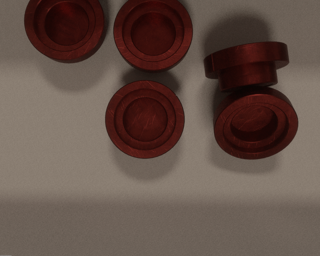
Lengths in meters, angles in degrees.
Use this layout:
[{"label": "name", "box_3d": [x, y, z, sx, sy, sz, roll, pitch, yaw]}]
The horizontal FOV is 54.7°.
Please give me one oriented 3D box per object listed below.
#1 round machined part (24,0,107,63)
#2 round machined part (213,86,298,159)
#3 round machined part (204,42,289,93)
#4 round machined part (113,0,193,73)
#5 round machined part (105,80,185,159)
[{"label": "round machined part", "box_3d": [-0.118, -0.132, 0.401, 0.099, 0.042, 0.097, 0, 90, -1]}, {"label": "round machined part", "box_3d": [0.117, -0.010, 0.389, 0.099, 0.042, 0.097, 2, 126, 4]}, {"label": "round machined part", "box_3d": [0.104, -0.069, 0.376, 0.099, 0.098, 0.042, -7, 89, 0]}, {"label": "round machined part", "box_3d": [-0.009, -0.120, 0.403, 0.099, 0.042, 0.097, 0, 90, -1]}, {"label": "round machined part", "box_3d": [-0.019, -0.011, 0.403, 0.099, 0.042, 0.097, 0, 90, -1]}]
